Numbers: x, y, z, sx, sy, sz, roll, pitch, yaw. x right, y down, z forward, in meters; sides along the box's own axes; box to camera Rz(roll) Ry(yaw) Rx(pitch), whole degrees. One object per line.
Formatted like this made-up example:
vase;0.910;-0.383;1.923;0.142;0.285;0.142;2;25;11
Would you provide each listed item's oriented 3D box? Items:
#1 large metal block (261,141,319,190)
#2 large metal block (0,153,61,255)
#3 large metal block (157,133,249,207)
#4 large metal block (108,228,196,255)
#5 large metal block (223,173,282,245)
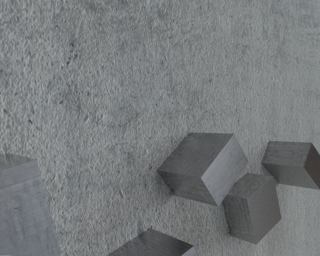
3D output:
large metal block;0.251;0.069;0.579;0.080;0.080;0.050;44;64;-32
large metal block;-0.132;0.069;0.259;0.050;0.080;0.079;-18;102;-39
large metal block;0.057;0.051;0.417;0.080;0.080;0.050;-46;118;-30
large metal block;-0.011;0.168;0.360;0.081;0.080;0.050;-21;104;-38
large metal block;0.153;0.131;0.517;0.081;0.050;0.080;-24;105;-37
